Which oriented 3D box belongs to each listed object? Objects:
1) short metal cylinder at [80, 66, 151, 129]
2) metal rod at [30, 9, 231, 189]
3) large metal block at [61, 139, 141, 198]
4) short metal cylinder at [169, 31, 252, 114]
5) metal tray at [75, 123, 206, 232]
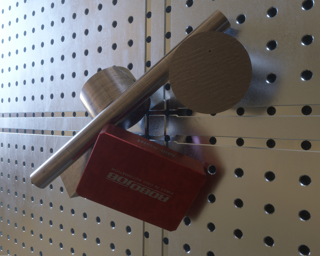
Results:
[{"bbox_3d":[-0.060,-0.037,0.420,0.080,0.081,0.050,-51,61,28],"label":"short metal cylinder"},{"bbox_3d":[-0.042,-0.028,0.372,0.300,0.025,0.025,-40,64,9],"label":"metal rod"},{"bbox_3d":[-0.085,0.051,0.440,0.080,0.081,0.050,-47,62,29],"label":"large metal block"},{"bbox_3d":[0.050,-0.058,0.325,0.080,0.050,0.079,0,102,2],"label":"short metal cylinder"},{"bbox_3d":[-0.023,0.061,0.371,0.131,0.030,0.089,24,110,-7],"label":"metal tray"}]
